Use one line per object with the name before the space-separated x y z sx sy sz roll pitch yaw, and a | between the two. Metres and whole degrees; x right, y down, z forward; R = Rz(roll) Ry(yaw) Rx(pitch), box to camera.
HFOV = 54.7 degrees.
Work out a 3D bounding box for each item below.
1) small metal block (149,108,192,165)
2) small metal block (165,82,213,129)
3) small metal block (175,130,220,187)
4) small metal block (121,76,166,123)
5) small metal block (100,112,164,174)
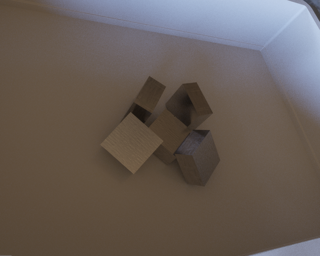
small metal block | 0.009 0.011 0.402 0.050 0.025 0.050 41 51 -1
small metal block | 0.039 -0.027 0.426 0.025 0.050 0.050 -12 68 -34
small metal block | 0.049 0.037 0.392 0.050 0.025 0.050 -49 127 -40
small metal block | -0.022 -0.030 0.394 0.025 0.050 0.050 32 51 -8
small metal block | -0.032 0.018 0.362 0.050 0.025 0.050 42 84 0
